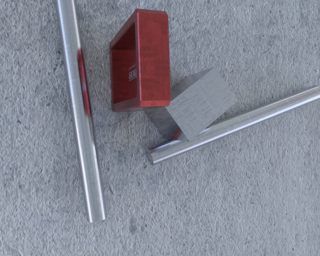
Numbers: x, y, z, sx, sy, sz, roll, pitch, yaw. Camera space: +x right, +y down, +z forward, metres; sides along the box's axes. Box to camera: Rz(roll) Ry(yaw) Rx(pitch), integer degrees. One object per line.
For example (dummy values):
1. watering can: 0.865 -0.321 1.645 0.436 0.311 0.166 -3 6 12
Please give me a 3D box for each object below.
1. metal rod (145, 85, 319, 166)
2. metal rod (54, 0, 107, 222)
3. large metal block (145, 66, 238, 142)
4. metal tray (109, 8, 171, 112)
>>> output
1. metal rod: 0.120 -0.010 0.455 0.302 0.025 0.025 -20 97 -19
2. metal rod: -0.097 -0.036 0.373 0.025 0.025 0.298 -9 93 -20
3. large metal block: 0.036 -0.029 0.394 0.080 0.080 0.050 -39 103 -16
4. metal tray: -0.027 -0.065 0.344 0.030 0.130 0.089 -2 91 -20
